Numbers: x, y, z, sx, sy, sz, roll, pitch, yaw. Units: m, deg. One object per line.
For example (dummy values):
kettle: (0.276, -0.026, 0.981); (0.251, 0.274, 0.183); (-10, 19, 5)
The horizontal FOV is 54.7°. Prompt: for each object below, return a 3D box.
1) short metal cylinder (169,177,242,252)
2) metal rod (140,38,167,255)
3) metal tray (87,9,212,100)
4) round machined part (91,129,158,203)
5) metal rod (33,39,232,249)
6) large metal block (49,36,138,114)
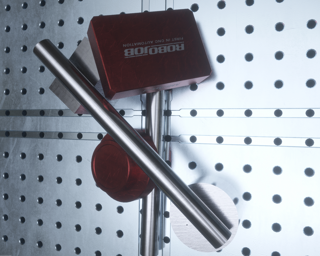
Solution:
short metal cylinder: (0.058, 0.103, 0.379); (0.080, 0.050, 0.079); (0, 90, 19)
metal rod: (-0.008, 0.020, 0.414); (0.025, 0.025, 0.298); (3, 91, 19)
metal tray: (-0.011, -0.090, 0.371); (0.131, 0.030, 0.090); (-14, 83, -23)
round machined part: (-0.052, 0.049, 0.404); (0.098, 0.042, 0.097); (0, 90, 37)
metal rod: (-0.035, 0.013, 0.349); (0.300, 0.025, 0.025); (46, 104, 5)
large metal block: (-0.084, -0.064, 0.413); (0.050, 0.080, 0.080); (43, 103, 14)
